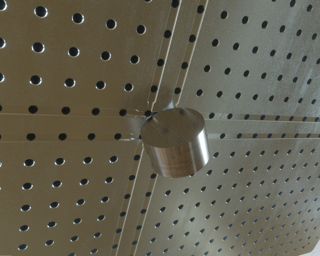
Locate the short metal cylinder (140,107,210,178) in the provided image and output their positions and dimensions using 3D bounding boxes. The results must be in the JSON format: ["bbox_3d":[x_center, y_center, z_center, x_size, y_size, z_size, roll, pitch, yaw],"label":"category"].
[{"bbox_3d":[0.020,0.017,0.396,0.080,0.080,0.050,-25,127,-13],"label":"short metal cylinder"}]
